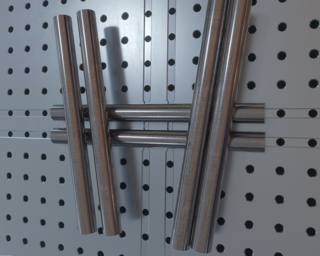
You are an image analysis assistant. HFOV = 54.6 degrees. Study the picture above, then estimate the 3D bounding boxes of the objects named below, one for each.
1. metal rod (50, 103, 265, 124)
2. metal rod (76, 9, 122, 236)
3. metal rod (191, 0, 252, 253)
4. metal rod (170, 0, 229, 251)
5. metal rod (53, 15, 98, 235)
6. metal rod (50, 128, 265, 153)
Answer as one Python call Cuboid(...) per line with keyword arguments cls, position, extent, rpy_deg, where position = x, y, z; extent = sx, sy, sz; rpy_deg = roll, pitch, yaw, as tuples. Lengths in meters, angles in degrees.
Cuboid(cls="metal rod", position=(-0.017, -0.020, 0.420), extent=(0.301, 0.025, 0.025), rpy_deg=(1, 91, 20))
Cuboid(cls="metal rod", position=(-0.082, -0.009, 0.416), extent=(0.025, 0.025, 0.299), rpy_deg=(-8, 87, 20))
Cuboid(cls="metal rod", position=(0.071, -0.004, 0.362), extent=(0.025, 0.025, 0.298), rpy_deg=(10, 93, 20))
Cuboid(cls="metal rod", position=(0.047, -0.003, 0.371), extent=(0.025, 0.025, 0.298), rpy_deg=(10, 93, 20))
Cuboid(cls="metal rod", position=(-0.117, -0.006, 0.429), extent=(0.025, 0.025, 0.299), rpy_deg=(-9, 87, 20))
Cuboid(cls="metal rod", position=(-0.016, 0.014, 0.419), extent=(0.301, 0.025, 0.025), rpy_deg=(1, 91, 20))
